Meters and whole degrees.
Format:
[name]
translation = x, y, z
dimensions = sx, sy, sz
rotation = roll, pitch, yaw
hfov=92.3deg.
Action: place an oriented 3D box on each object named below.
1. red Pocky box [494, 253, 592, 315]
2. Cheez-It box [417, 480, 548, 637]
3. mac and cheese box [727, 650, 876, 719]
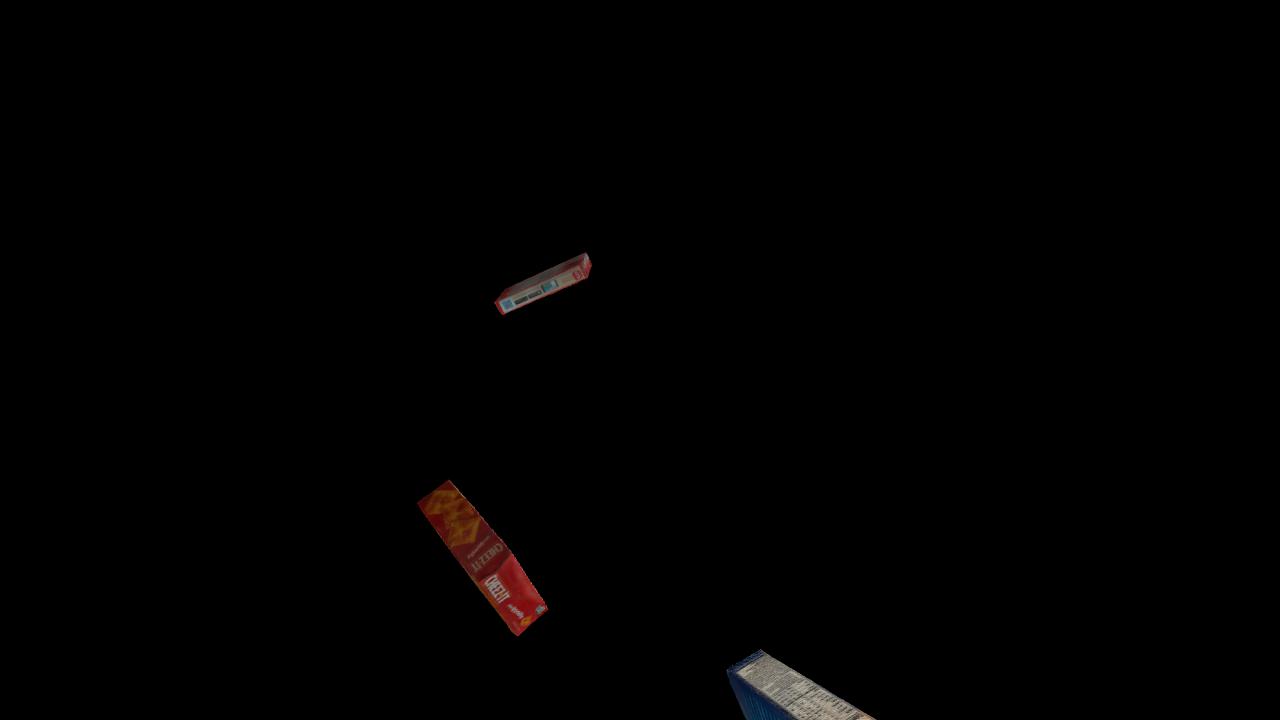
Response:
[red Pocky box]
translation = -0.153, -0.123, 0.990
dimensions = 0.155, 0.028, 0.083
rotation = -22, 21, 10
[Cheez-It box]
translation = -0.254, 0.315, 0.993
dimensions = 0.071, 0.166, 0.223
rotation = -38, 43, -22
[mac and cheese box]
translation = 0.125, 0.266, 0.405
dimensions = 0.041, 0.093, 0.184
rotation = -21, -3, -19
